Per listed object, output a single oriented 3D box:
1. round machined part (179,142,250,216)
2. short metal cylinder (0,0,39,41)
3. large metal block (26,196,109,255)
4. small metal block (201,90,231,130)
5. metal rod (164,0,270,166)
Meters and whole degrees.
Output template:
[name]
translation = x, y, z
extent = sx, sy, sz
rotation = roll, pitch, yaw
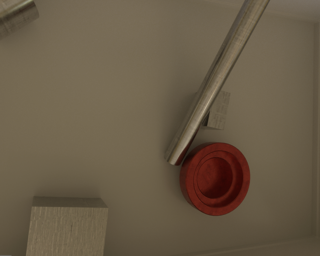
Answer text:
[round machined part]
translation = 0.071, 0.068, 0.429
extent = 0.099, 0.042, 0.097
rotation = 0, 90, -21
[short metal cylinder]
translation = -0.172, -0.137, 0.318
extent = 0.050, 0.080, 0.080
rotation = -39, 103, -16
[large metal block]
translation = -0.109, 0.125, 0.358
extent = 0.081, 0.050, 0.080
rotation = 7, 88, -20
[small metal block]
translation = 0.068, -0.024, 0.424
extent = 0.025, 0.050, 0.050
rotation = 13, 86, -20
[metal rod]
translation = 0.079, -0.082, 0.370
extent = 0.025, 0.025, 0.298
rotation = 19, 111, -20
